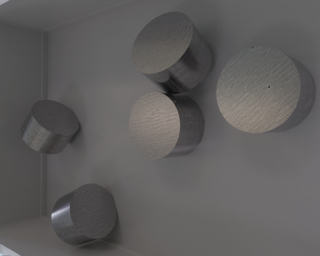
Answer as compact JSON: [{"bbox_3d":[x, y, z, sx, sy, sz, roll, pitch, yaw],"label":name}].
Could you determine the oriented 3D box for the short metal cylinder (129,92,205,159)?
[{"bbox_3d":[0.008,-0.003,0.384,0.080,0.050,0.080,0,91,40],"label":"short metal cylinder"}]

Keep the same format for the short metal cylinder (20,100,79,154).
[{"bbox_3d":[-0.186,-0.002,0.525,0.050,0.081,0.080,-49,61,29],"label":"short metal cylinder"}]

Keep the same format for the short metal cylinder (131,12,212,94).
[{"bbox_3d":[0.014,-0.086,0.362,0.080,0.050,0.080,-15,61,29],"label":"short metal cylinder"}]

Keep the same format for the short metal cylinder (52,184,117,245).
[{"bbox_3d":[-0.112,0.129,0.464,0.050,0.081,0.080,-30,71,36],"label":"short metal cylinder"}]

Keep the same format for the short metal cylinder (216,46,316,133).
[{"bbox_3d":[0.104,-0.035,0.305,0.080,0.050,0.080,0,90,40],"label":"short metal cylinder"}]
